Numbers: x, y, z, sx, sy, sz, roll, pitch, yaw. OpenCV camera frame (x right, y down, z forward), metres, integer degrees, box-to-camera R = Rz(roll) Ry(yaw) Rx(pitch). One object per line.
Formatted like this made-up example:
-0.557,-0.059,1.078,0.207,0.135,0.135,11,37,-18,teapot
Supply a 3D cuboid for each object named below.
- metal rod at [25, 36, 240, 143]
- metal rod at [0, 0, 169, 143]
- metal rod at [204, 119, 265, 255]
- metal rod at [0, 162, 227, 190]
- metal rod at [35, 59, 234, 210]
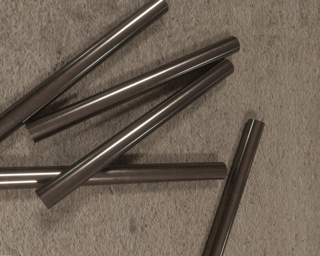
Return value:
-0.020,-0.058,0.402,0.302,0.025,0.025,-27,99,-18,metal rod
-0.104,-0.066,0.370,0.301,0.025,0.025,-43,104,-15,metal rod
0.094,0.130,0.445,0.025,0.025,0.299,23,82,-19,metal rod
-0.052,0.058,0.390,0.303,0.025,0.025,1,90,-21,metal rod
-0.015,-0.006,0.388,0.302,0.025,0.025,-37,102,-23,metal rod
